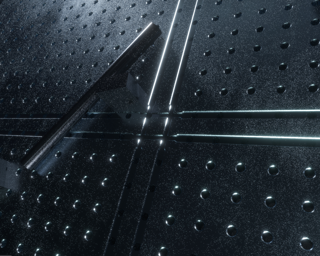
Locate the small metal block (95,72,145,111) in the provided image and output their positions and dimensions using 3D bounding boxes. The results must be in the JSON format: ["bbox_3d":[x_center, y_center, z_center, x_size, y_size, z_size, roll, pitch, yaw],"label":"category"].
[{"bbox_3d":[-0.057,-0.052,0.452,0.050,0.050,0.025,-8,59,24],"label":"small metal block"}]

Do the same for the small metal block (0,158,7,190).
[{"bbox_3d":[-0.280,0.080,0.503,0.050,0.025,0.050,-25,53,12],"label":"small metal block"}]

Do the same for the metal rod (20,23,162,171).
[{"bbox_3d":[-0.106,-0.053,0.494,0.300,0.025,0.025,-48,52,-6],"label":"metal rod"}]
